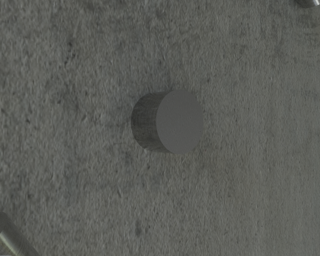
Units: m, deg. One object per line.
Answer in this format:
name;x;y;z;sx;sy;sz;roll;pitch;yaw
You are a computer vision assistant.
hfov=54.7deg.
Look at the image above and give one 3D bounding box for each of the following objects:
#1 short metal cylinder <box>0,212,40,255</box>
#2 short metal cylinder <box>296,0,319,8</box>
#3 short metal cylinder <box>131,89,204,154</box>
short metal cylinder;-0.146;0.114;0.248;0.080;0.080;0.050;-41;115;-33
short metal cylinder;0.313;-0.295;0.635;0.050;0.080;0.080;42;65;-33
short metal cylinder;0.010;-0.008;0.399;0.081;0.050;0.079;0;90;-40
